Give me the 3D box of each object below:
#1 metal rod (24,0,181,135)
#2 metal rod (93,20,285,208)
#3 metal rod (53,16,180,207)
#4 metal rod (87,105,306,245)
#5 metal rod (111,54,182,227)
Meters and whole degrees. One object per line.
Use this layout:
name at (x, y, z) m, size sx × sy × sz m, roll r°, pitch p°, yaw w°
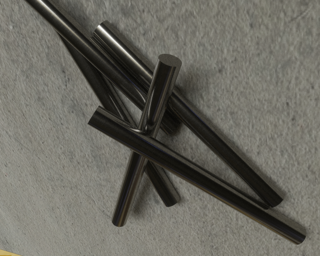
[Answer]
metal rod at (-0.090, -0.101, 0.369) m, size 0.300 × 0.025 × 0.025 m, roll 43°, pitch 129°, yaw -10°
metal rod at (0.037, -0.015, 0.377) m, size 0.300 × 0.025 × 0.025 m, roll 44°, pitch 129°, yaw -3°
metal rod at (-0.055, -0.015, 0.424) m, size 0.025 × 0.025 × 0.299 m, roll -20°, pitch 109°, yaw 35°
metal rod at (0.052, 0.062, 0.373) m, size 0.301 × 0.025 × 0.025 m, roll 31°, pitch 130°, yaw -10°
metal rod at (-0.028, 0.040, 0.410) m, size 0.025 × 0.025 × 0.298 m, roll 28°, pitch 129°, yaw 10°
